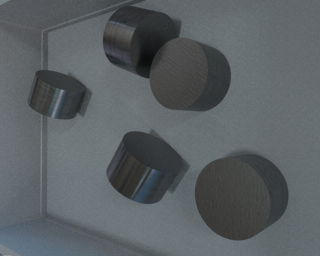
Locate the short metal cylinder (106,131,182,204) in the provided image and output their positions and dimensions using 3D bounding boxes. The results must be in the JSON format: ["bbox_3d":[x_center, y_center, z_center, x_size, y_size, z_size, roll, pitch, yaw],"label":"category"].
[{"bbox_3d":[-0.019,0.048,0.387,0.080,0.081,0.050,44,117,31],"label":"short metal cylinder"}]

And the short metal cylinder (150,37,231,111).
[{"bbox_3d":[0.035,-0.060,0.362,0.080,0.050,0.080,0,90,40],"label":"short metal cylinder"}]

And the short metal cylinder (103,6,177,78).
[{"bbox_3d":[-0.024,-0.108,0.391,0.050,0.081,0.079,28,107,36],"label":"short metal cylinder"}]

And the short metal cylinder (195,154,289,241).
[{"bbox_3d":[0.084,0.069,0.321,0.080,0.050,0.080,0,90,40],"label":"short metal cylinder"}]

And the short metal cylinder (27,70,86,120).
[{"bbox_3d":[-0.170,-0.056,0.512,0.080,0.081,0.050,38,114,33],"label":"short metal cylinder"}]
